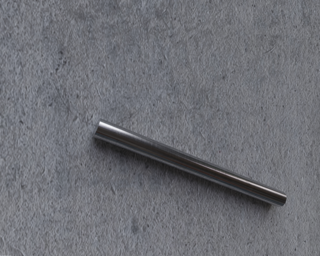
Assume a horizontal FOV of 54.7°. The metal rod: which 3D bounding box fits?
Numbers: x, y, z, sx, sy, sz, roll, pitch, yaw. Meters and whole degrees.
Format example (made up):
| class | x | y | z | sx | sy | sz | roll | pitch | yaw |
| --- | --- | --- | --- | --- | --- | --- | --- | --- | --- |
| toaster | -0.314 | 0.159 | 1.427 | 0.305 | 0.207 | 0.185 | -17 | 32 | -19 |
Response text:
| class | x | y | z | sx | sy | sz | roll | pitch | yaw |
| --- | --- | --- | --- | --- | --- | --- | --- | --- | --- |
| metal rod | 0.054 | 0.055 | 0.428 | 0.302 | 0.025 | 0.025 | 23 | 83 | -19 |
